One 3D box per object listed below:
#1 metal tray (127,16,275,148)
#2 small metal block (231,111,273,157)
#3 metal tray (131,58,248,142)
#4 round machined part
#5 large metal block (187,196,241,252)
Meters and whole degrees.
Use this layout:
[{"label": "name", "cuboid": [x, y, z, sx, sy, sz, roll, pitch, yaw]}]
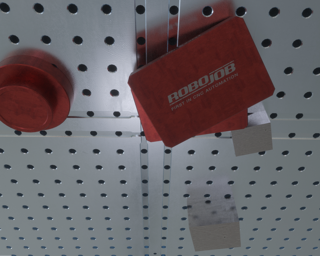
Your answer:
[{"label": "metal tray", "cuboid": [0.043, -0.048, 0.333, 0.130, 0.030, 0.090, -28, 106, 7]}, {"label": "small metal block", "cuboid": [0.123, 0.008, 0.420, 0.050, 0.025, 0.050, -13, 129, 10]}, {"label": "metal tray", "cuboid": [0.039, -0.032, 0.381, 0.131, 0.030, 0.090, -9, 130, 7]}, {"label": "round machined part", "cuboid": [-0.158, -0.033, 0.371, 0.099, 0.042, 0.097, 0, 130, 0]}, {"label": "large metal block", "cuboid": [0.094, 0.168, 0.540, 0.080, 0.050, 0.080, -9, 130, 7]}]
